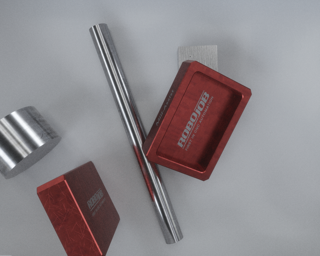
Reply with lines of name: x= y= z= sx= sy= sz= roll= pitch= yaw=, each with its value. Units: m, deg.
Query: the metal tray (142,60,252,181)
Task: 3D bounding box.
metal tray: x=0.045 y=-0.008 z=0.388 sx=0.091 sy=0.030 sz=0.129 roll=23 pitch=97 yaw=-19

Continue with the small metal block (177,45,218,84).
small metal block: x=0.050 y=-0.081 z=0.412 sx=0.050 sy=0.025 sz=0.050 roll=-2 pitch=90 yaw=-1

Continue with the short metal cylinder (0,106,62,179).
short metal cylinder: x=-0.171 y=0.018 z=0.382 sx=0.080 sy=0.080 sz=0.050 roll=-41 pitch=90 yaw=0

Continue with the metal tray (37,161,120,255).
metal tray: x=-0.086 y=0.091 z=0.358 sx=0.030 sy=0.130 sz=0.090 roll=-26 pitch=90 yaw=0

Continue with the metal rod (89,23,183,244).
metal rod: x=-0.031 y=0.008 z=0.411 sx=0.025 sy=0.025 sz=0.299 roll=-20 pitch=90 yaw=0
